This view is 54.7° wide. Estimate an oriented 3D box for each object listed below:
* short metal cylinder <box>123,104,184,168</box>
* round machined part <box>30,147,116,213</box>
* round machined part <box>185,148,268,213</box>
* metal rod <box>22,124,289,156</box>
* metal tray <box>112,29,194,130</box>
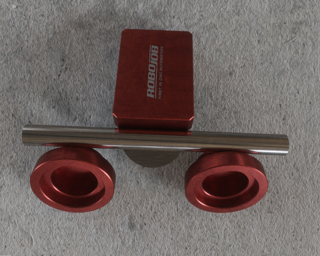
[{"bbox_3d":[-0.009,0.008,0.399,0.081,0.050,0.079,0,90,-1],"label":"short metal cylinder"},{"bbox_3d":[-0.104,0.059,0.385,0.099,0.042,0.097,-1,129,-1],"label":"round machined part"},{"bbox_3d":[0.080,0.061,0.386,0.099,0.042,0.097,0,133,0],"label":"round machined part"},{"bbox_3d":[-0.004,0.014,0.362,0.302,0.025,0.025,2,90,-1],"label":"metal rod"},{"bbox_3d":[-0.006,-0.062,0.381,0.091,0.030,0.130,2,64,-1],"label":"metal tray"}]
